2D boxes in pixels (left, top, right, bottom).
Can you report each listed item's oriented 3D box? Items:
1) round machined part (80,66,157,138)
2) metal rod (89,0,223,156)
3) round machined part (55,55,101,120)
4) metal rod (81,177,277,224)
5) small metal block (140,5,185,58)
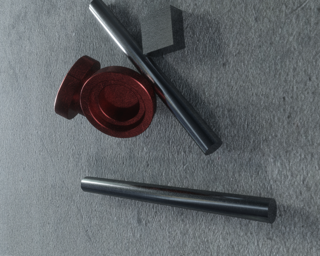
[{"bbox_3d":[-0.052,-0.038,0.416,0.098,0.042,0.097,6,123,9],"label":"round machined part"},{"bbox_3d":[-0.019,-0.084,0.420,0.025,0.025,0.300,-52,60,27],"label":"metal rod"},{"bbox_3d":[-0.112,-0.055,0.462,0.042,0.098,0.097,28,112,-2],"label":"round machined part"},{"bbox_3d":[-0.003,0.087,0.407,0.300,0.025,0.025,-2,89,40],"label":"metal rod"},{"bbox_3d":[0.003,-0.124,0.402,0.050,0.025,0.050,-7,85,39],"label":"small metal block"}]
